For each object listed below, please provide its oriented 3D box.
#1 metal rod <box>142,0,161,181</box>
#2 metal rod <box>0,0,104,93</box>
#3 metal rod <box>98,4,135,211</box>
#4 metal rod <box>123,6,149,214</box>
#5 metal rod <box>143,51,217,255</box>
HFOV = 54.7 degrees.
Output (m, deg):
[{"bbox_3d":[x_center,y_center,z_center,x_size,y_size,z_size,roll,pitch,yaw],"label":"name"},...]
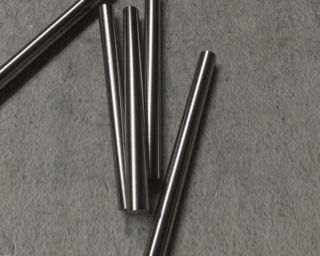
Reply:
[{"bbox_3d":[-0.011,-0.076,0.435,0.025,0.025,0.299,0,70,0],"label":"metal rod"},{"bbox_3d":[-0.164,-0.132,0.454,0.025,0.025,0.301,38,74,12],"label":"metal rod"},{"bbox_3d":[-0.060,-0.041,0.422,0.025,0.025,0.299,-8,70,-3],"label":"metal rod"},{"bbox_3d":[-0.034,-0.042,0.409,0.025,0.025,0.299,-3,65,-2],"label":"metal rod"},{"bbox_3d":[0.028,0.031,0.396,0.025,0.025,0.299,15,70,5],"label":"metal rod"}]
